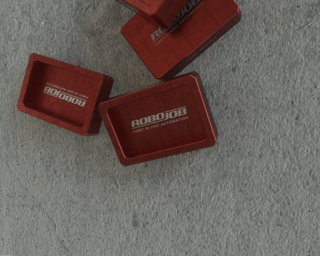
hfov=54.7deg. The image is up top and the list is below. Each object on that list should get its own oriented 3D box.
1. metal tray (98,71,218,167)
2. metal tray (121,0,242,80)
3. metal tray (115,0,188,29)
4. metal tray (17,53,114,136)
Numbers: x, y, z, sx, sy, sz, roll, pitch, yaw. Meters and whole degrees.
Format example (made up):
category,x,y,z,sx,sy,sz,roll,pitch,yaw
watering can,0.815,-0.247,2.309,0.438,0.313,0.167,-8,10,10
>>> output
category,x,y,z,sx,sy,sz,roll,pitch,yaw
metal tray,-0.002,-0.009,0.392,0.130,0.030,0.090,-15,104,19
metal tray,0.025,-0.134,0.397,0.130,0.030,0.090,-39,78,15
metal tray,-0.013,-0.189,0.384,0.130,0.030,0.090,42,98,35
metal tray,-0.141,-0.050,0.456,0.130,0.030,0.089,19,96,18
